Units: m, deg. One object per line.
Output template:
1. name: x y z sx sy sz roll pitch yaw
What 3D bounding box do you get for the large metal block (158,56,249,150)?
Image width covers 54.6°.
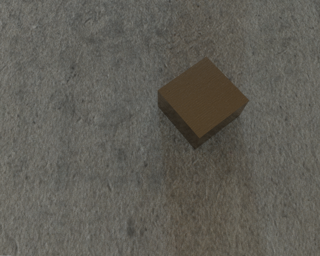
1. large metal block: 0.054 -0.032 0.407 0.080 0.050 0.080 -36 74 -12
